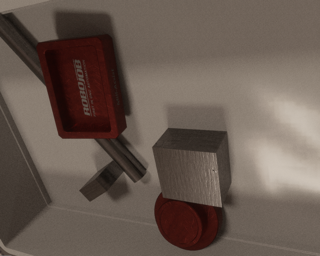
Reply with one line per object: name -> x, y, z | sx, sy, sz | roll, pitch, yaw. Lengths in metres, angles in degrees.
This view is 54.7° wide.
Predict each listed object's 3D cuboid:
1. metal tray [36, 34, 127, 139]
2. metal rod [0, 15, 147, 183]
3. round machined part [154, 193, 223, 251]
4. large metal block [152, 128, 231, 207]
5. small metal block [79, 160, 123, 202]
metal tray -> -0.099, -0.051, 0.404 | 0.090, 0.030, 0.129 | -1, 112, 17
metal rod -> -0.128, -0.038, 0.450 | 0.300, 0.025, 0.025 | 49, 128, -7
round machined part -> 0.035, 0.128, 0.437 | 0.098, 0.042, 0.097 | 5, 100, 27
large metal block -> 0.044, 0.049, 0.399 | 0.080, 0.050, 0.079 | 3, 120, 26
small metal block -> -0.093, 0.084, 0.491 | 0.025, 0.050, 0.050 | 49, 128, -6
